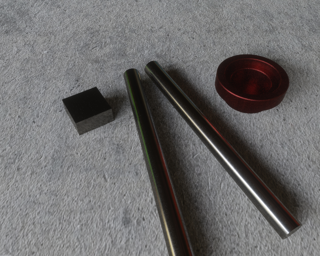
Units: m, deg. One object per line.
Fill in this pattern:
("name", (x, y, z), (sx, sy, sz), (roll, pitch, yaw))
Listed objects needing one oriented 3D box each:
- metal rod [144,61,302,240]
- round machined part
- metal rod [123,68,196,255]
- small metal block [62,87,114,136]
("metal rod", (0.061, 0.006, 0.398), (0.025, 0.025, 0.300), (-23, 54, -19))
("round machined part", (0.128, -0.059, 0.443), (0.099, 0.042, 0.098), (0, 50, 0))
("metal rod", (-0.008, 0.031, 0.377), (0.025, 0.025, 0.300), (-10, 51, -9))
("small metal block", (-0.098, -0.024, 0.423), (0.050, 0.025, 0.050), (-25, 55, -20))
